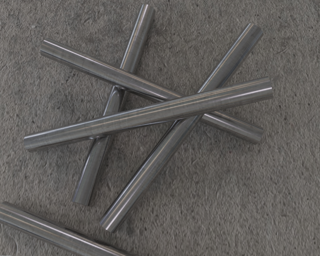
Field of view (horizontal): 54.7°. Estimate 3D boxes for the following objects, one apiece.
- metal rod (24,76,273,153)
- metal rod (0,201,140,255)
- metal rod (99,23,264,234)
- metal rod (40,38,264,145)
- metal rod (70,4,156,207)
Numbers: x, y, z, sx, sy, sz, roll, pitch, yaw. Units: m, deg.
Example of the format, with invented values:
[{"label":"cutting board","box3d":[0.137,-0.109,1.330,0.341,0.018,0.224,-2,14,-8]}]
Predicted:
[{"label":"metal rod","box3d":[-0.025,-0.012,0.367,0.301,0.025,0.025,-13,70,13]},{"label":"metal rod","box3d":[-0.049,0.149,0.352,0.301,0.025,0.025,20,71,7]},{"label":"metal rod","box3d":[0.028,-0.003,0.376,0.025,0.025,0.300,36,86,12]},{"label":"metal rod","box3d":[-0.010,-0.047,0.404,0.301,0.025,0.025,23,72,-1]},{"label":"metal rod","box3d":[-0.057,-0.044,0.423,0.025,0.025,0.299,14,70,5]}]
